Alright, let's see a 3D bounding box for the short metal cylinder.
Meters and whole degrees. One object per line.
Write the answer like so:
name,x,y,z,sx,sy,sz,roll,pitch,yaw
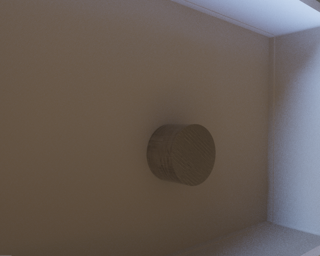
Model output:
short metal cylinder,0.029,0.035,0.417,0.081,0.050,0.079,0,90,-40
